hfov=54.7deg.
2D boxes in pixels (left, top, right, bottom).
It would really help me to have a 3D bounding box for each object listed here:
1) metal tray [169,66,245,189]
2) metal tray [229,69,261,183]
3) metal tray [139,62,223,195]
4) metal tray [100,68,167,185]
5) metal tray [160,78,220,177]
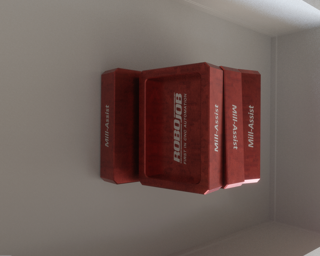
[{"bbox_3d":[0.051,0.000,0.364,0.030,0.090,0.129,0,88,-40],"label":"metal tray"},{"bbox_3d":[0.083,-0.002,0.389,0.030,0.090,0.129,0,90,-26],"label":"metal tray"},{"bbox_3d":[0.021,0.000,0.336,0.030,0.090,0.129,0,90,-53],"label":"metal tray"},{"bbox_3d":[-0.025,-0.002,0.379,0.091,0.030,0.129,1,90,-40],"label":"metal tray"},{"bbox_3d":[0.044,0.000,0.438,0.091,0.030,0.129,1,90,-40],"label":"metal tray"}]
